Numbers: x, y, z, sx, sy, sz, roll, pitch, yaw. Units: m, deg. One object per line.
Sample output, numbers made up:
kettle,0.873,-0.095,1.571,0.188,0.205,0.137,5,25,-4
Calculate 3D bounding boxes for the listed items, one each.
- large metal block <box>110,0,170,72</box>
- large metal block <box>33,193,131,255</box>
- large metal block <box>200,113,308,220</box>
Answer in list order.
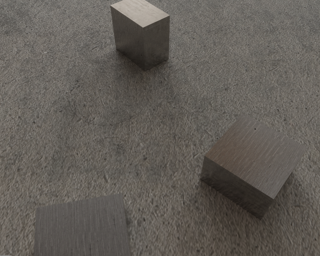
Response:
large metal block,-0.031,-0.151,0.494,0.050,0.080,0.080,-33,58,-25
large metal block,-0.069,0.115,0.290,0.081,0.050,0.080,-8,51,-7
large metal block,0.104,0.041,0.353,0.080,0.050,0.080,33,57,24
